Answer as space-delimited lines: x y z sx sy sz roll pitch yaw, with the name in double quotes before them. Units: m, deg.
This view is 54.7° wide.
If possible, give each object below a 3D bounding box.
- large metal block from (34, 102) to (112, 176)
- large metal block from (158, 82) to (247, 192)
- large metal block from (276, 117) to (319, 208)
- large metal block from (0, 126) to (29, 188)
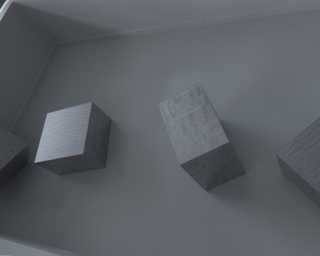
"large metal block" -0.121 0.017 0.443 0.080 0.050 0.080 -12 57 22
"large metal block" 0.047 0.012 0.338 0.050 0.080 0.080 -27 52 11
"large metal block" 0.168 0.034 0.281 0.080 0.050 0.080 -40 51 1
"large metal block" -0.256 0.043 0.457 0.080 0.050 0.080 31 45 3
